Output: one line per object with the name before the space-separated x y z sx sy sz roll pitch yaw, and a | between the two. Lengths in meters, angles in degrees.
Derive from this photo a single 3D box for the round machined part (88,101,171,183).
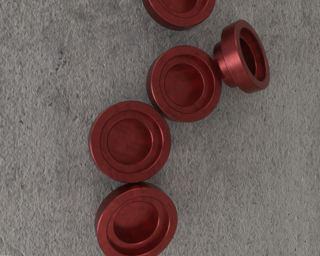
round machined part | -0.039 0.017 0.384 0.099 0.042 0.097 1 88 -20

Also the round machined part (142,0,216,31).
round machined part | 0.021 -0.176 0.407 0.099 0.042 0.097 0 90 -20

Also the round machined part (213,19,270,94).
round machined part | 0.109 -0.093 0.424 0.099 0.042 0.098 21 61 -44

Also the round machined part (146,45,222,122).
round machined part | 0.028 -0.056 0.410 0.099 0.042 0.097 0 90 -20

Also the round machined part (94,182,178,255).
round machined part | -0.031 0.112 0.382 0.099 0.042 0.097 -4 103 -20
